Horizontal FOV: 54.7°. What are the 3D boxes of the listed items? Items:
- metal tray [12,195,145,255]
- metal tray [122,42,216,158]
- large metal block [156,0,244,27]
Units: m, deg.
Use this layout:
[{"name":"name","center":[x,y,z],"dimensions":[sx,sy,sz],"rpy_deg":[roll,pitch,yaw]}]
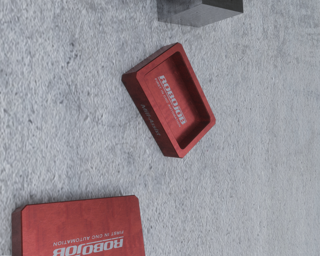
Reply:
[{"name":"metal tray","center":[-0.078,0.121,0.319],"dimensions":[0.131,0.030,0.090],"rpy_deg":[5,70,-40]},{"name":"metal tray","center":[0.017,-0.036,0.415],"dimensions":[0.090,0.030,0.130],"rpy_deg":[-43,116,-32]},{"name":"large metal block","center":[0.052,-0.173,0.412],"dimensions":[0.081,0.080,0.050],"rpy_deg":[-8,95,-40]}]
